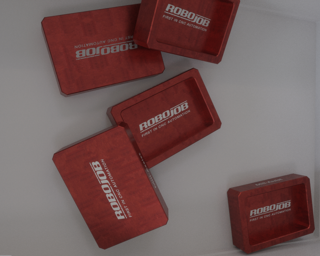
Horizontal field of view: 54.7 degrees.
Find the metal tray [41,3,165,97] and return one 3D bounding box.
[{"bbox_3d":[-0.068,-0.097,0.383,0.131,0.030,0.089,-17,96,-19],"label":"metal tray"}]

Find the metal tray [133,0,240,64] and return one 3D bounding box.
[{"bbox_3d":[0.036,-0.134,0.381,0.131,0.030,0.089,1,112,-41],"label":"metal tray"}]

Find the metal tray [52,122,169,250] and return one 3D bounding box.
[{"bbox_3d":[-0.056,0.069,0.370,0.090,0.030,0.129,-24,99,5],"label":"metal tray"}]

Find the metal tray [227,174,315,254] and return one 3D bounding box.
[{"bbox_3d":[0.170,0.126,0.470,0.131,0.030,0.089,-8,93,-20],"label":"metal tray"}]

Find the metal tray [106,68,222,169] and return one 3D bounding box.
[{"bbox_3d":[0.008,-0.013,0.410,0.131,0.030,0.090,-28,100,-18],"label":"metal tray"}]
